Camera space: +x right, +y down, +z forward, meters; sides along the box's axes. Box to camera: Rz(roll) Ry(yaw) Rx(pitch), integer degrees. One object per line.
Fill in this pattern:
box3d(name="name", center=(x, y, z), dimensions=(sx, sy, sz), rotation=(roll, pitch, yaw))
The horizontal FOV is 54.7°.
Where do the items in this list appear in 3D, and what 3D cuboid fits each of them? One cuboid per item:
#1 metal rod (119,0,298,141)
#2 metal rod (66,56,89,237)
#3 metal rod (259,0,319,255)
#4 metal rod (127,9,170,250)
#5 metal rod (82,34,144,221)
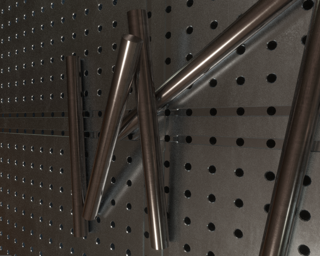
box3d(name="metal rod", center=(0.037, -0.067, 0.376), dimensions=(0.299, 0.025, 0.025), rotation=(-37, 68, 33))
box3d(name="metal rod", center=(-0.139, 0.029, 0.520), dimensions=(0.025, 0.025, 0.298), rotation=(-6, 86, 39))
box3d(name="metal rod", center=(0.133, 0.011, 0.298), dimensions=(0.025, 0.025, 0.298), rotation=(15, 100, 38))
box3d(name="metal rod", center=(-0.014, 0.006, 0.392), dimensions=(0.025, 0.025, 0.298), rotation=(-1, 98, 39))
box3d(name="metal rod", center=(-0.072, 0.020, 0.424), dimensions=(0.025, 0.025, 0.298), rotation=(41, 128, 32))
